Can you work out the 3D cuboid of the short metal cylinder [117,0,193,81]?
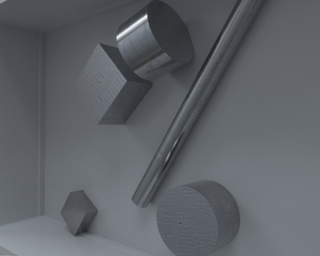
[{"bbox_3d":[-0.005,-0.104,0.373,0.050,0.081,0.080,-23,76,37],"label":"short metal cylinder"}]

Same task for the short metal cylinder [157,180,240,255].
[{"bbox_3d":[0.043,0.103,0.354,0.080,0.050,0.079,0,90,39],"label":"short metal cylinder"}]

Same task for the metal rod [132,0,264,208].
[{"bbox_3d":[0.037,-0.023,0.374,0.025,0.025,0.298,41,115,32],"label":"metal rod"}]

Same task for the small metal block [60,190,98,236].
[{"bbox_3d":[-0.135,0.140,0.516,0.050,0.025,0.050,43,115,31],"label":"small metal block"}]

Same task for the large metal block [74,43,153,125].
[{"bbox_3d":[-0.069,-0.061,0.445,0.080,0.050,0.080,-51,60,27],"label":"large metal block"}]
